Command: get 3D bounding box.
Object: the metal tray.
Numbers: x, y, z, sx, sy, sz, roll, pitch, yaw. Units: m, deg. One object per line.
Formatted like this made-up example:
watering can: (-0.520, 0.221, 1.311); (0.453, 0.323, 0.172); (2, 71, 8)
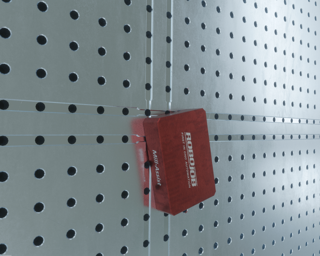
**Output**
metal tray: (0.030, 0.043, 0.430); (0.091, 0.030, 0.129); (-14, 99, -39)
